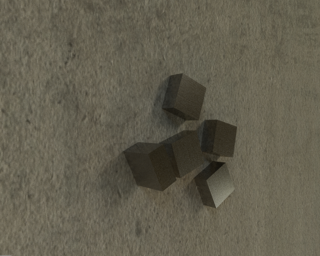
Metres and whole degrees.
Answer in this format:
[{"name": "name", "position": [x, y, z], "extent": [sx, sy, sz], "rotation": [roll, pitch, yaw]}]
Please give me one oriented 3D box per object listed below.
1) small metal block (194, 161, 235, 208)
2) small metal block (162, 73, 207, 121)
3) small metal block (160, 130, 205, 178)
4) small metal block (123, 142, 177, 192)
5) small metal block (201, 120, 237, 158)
[{"name": "small metal block", "position": [0.085, 0.086, 0.479], "extent": [0.050, 0.025, 0.050], "rotation": [-34, 111, -35]}, {"name": "small metal block", "position": [0.035, -0.042, 0.436], "extent": [0.050, 0.025, 0.050], "rotation": [24, 75, -38]}, {"name": "small metal block", "position": [0.031, 0.035, 0.433], "extent": [0.050, 0.025, 0.050], "rotation": [-25, 106, -37]}, {"name": "small metal block", "position": [-0.013, 0.046, 0.380], "extent": [0.025, 0.050, 0.050], "rotation": [-32, 110, -36]}, {"name": "small metal block", "position": [0.092, 0.017, 0.485], "extent": [0.050, 0.025, 0.050], "rotation": [16, 80, -39]}]
